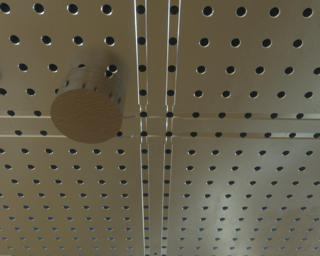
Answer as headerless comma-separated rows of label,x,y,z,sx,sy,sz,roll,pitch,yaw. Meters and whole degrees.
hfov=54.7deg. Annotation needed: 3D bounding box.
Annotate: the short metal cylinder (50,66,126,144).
short metal cylinder,-0.083,-0.027,0.371,0.081,0.050,0.079,0,130,0
